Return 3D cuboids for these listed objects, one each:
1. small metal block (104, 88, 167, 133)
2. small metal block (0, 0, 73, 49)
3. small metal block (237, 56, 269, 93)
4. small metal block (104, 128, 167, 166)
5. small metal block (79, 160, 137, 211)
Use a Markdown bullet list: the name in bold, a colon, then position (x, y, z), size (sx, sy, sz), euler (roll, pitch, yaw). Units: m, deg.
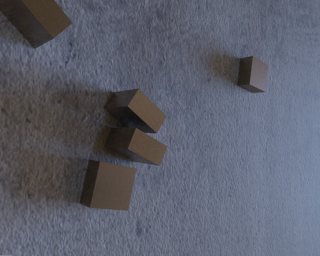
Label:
- **small metal block**: position (-0.029, -0.019, 0.366), size (0.050, 0.050, 0.025), euler (44, 64, -32)
- **small metal block**: position (-0.118, -0.107, 0.290), size (0.050, 0.050, 0.025), euler (52, 59, -28)
- **small metal block**: position (0.164, -0.093, 0.546), size (0.050, 0.025, 0.050), euler (14, 81, -39)
- **small metal block**: position (-0.029, 0.022, 0.366), size (0.050, 0.050, 0.025), euler (32, 70, -36)
- **small metal block**: position (-0.059, 0.066, 0.357), size (0.050, 0.025, 0.050), euler (18, 79, -39)
